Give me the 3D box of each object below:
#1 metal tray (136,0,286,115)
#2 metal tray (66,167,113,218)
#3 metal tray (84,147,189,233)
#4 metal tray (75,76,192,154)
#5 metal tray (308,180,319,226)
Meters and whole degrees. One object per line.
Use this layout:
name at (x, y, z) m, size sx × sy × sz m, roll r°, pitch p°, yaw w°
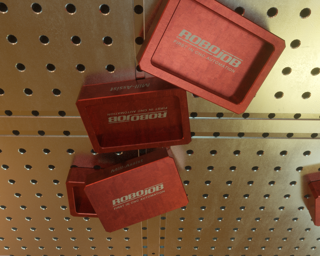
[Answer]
metal tray at (0.052, -0.079, 0.324) m, size 0.131 × 0.030 × 0.089 m, roll 22°, pitch 109°, yaw -18°
metal tray at (-0.079, 0.107, 0.498) m, size 0.131 × 0.030 × 0.089 m, roll 4°, pitch 130°, yaw -4°
metal tray at (-0.033, 0.092, 0.454) m, size 0.131 × 0.030 × 0.090 m, roll -20°, pitch 114°, yaw -1°
metal tray at (-0.029, -0.015, 0.395) m, size 0.131 × 0.030 × 0.089 m, roll -6°, pitch 130°, yaw 5°
metal tray at (0.319, 0.116, 0.512) m, size 0.130 × 0.030 × 0.090 m, roll -14°, pitch 129°, yaw 11°
